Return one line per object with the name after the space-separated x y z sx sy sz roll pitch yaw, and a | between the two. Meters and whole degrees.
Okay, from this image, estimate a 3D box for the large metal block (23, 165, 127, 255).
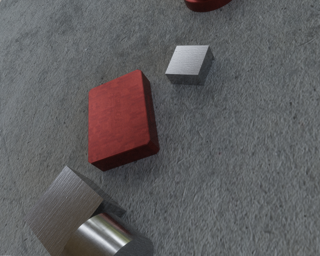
-0.103 0.105 0.375 0.080 0.050 0.080 30 78 37 | large metal block

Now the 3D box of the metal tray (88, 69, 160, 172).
-0.055 -0.013 0.436 0.090 0.030 0.130 -20 54 16 | metal tray

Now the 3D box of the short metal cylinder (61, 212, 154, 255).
-0.052 0.134 0.313 0.050 0.080 0.080 23 74 36 | short metal cylinder

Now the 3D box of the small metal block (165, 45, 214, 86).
0.042 -0.088 0.435 0.050 0.025 0.050 8 66 31 | small metal block

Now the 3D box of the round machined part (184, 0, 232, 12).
0.079 -0.237 0.496 0.098 0.042 0.098 -13 56 20 | round machined part
